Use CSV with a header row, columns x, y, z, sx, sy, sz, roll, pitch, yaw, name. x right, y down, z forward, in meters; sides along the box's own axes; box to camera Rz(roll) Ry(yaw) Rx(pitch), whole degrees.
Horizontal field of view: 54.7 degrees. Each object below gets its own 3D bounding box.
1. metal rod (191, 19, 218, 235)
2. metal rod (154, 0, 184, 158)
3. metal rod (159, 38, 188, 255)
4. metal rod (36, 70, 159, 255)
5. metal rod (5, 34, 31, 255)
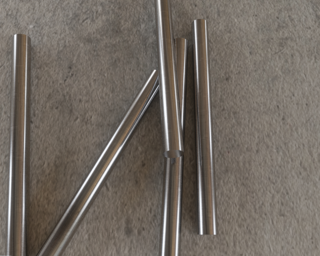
x,y,z,sx,sy,sz,roll,pitch,yaw,name
0.058,-0.015,0.414,0.025,0.025,0.299,1,70,0,metal rod
0.009,-0.103,0.426,0.025,0.025,0.299,-2,63,-1,metal rod
0.020,0.015,0.402,0.025,0.025,0.299,4,70,1,metal rod
-0.072,0.050,0.388,0.025,0.025,0.300,27,72,9,metal rod
-0.182,0.009,0.402,0.025,0.025,0.299,-7,70,-3,metal rod
